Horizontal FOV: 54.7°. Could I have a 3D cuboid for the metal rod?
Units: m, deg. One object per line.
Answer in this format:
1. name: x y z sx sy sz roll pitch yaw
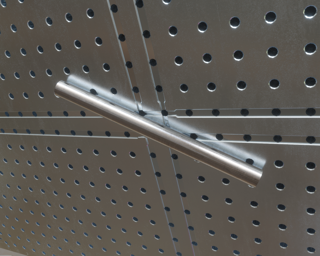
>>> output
1. metal rod: -0.011 0.002 0.417 0.301 0.025 0.025 24 127 12
